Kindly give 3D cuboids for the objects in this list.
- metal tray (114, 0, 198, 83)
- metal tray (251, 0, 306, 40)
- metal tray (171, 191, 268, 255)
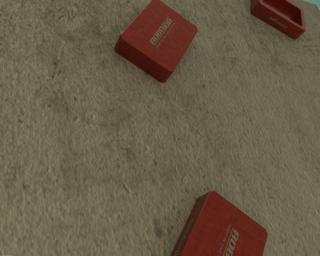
[{"bbox_3d":[-0.002,-0.141,0.487,0.090,0.030,0.130,34,51,-7],"label":"metal tray"},{"bbox_3d":[0.273,-0.270,0.715,0.131,0.030,0.090,24,53,-14],"label":"metal tray"},{"bbox_3d":[0.063,0.148,0.346,0.090,0.030,0.130,37,51,-4],"label":"metal tray"}]
